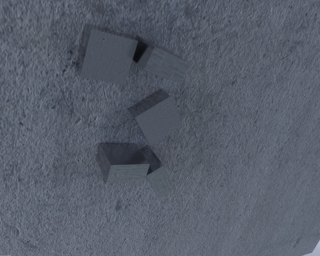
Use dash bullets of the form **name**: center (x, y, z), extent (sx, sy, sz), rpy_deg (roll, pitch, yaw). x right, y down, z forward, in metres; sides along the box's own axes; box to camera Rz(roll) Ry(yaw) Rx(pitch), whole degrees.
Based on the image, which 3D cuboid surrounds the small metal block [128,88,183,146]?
- **small metal block**: center (-0.005, -0.014, 0.395), extent (0.050, 0.025, 0.050), rpy_deg (-32, 129, -8)

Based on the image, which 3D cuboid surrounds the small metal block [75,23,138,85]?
- **small metal block**: center (-0.057, -0.077, 0.328), extent (0.050, 0.025, 0.050), rpy_deg (6, 115, -31)

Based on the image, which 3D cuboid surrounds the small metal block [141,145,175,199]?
- **small metal block**: center (-0.009, 0.059, 0.422), extent (0.025, 0.050, 0.050), rpy_deg (-31, 129, -9)

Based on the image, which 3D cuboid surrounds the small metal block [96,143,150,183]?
- **small metal block**: center (-0.048, 0.042, 0.390), extent (0.050, 0.050, 0.025), rpy_deg (2, 117, -30)

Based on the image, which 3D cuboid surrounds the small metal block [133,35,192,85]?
- **small metal block**: center (-0.001, -0.076, 0.343), extent (0.050, 0.050, 0.025), rpy_deg (16, 110, -35)
